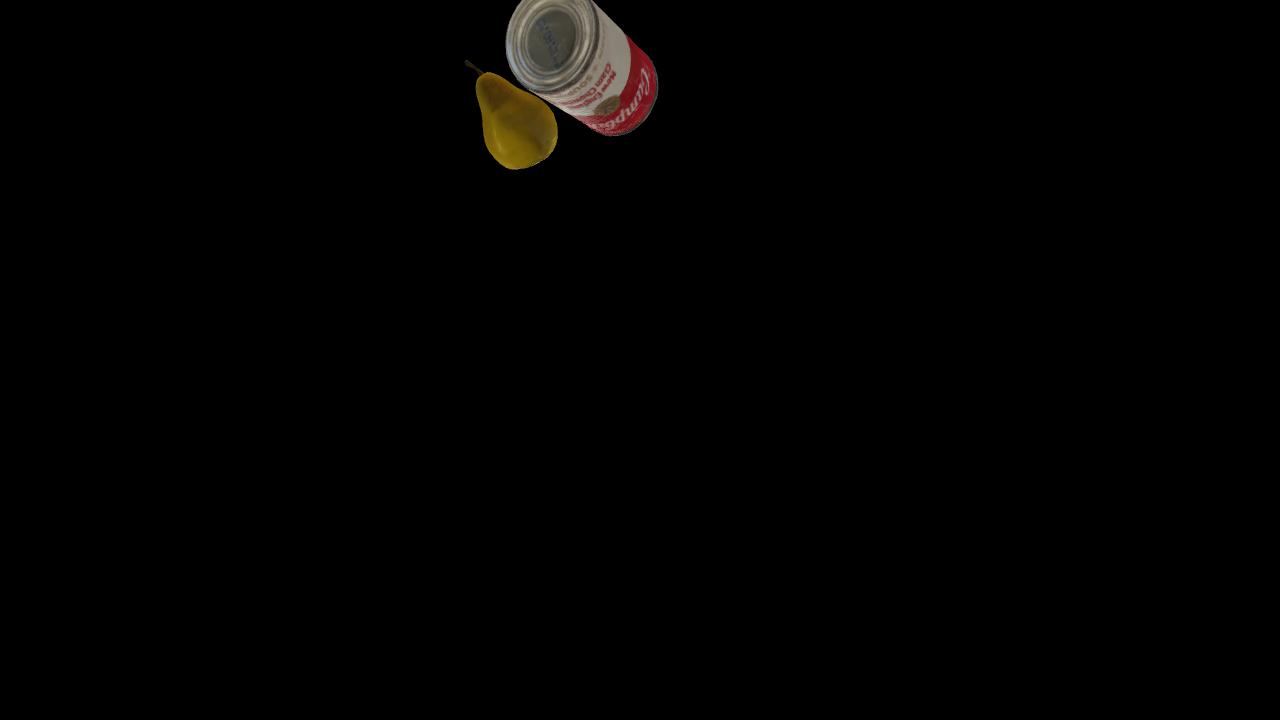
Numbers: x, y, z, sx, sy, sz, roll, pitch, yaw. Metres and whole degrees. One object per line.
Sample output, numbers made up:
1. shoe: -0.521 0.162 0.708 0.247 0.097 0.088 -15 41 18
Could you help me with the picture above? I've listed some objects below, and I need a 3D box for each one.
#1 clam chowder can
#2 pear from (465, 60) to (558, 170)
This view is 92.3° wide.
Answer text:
1. clam chowder can: -0.037 -0.202 0.423 0.068 0.068 0.102 0 4 23
2. pear: -0.132 -0.251 0.617 0.080 0.111 0.080 -20 32 13
